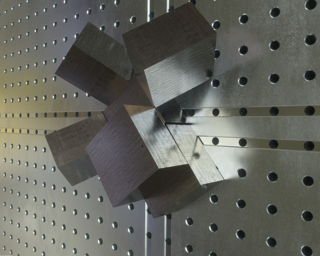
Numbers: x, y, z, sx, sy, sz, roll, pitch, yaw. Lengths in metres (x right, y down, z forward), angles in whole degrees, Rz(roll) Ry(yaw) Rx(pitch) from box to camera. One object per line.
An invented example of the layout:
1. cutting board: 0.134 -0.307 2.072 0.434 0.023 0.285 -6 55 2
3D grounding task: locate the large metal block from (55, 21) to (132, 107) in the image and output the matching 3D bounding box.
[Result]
1. large metal block: -0.084 -0.088 0.424 0.050 0.080 0.080 -45 24 31

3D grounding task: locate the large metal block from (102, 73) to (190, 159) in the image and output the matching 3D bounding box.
1. large metal block: -0.021 -0.014 0.411 0.080 0.050 0.080 -46 63 30

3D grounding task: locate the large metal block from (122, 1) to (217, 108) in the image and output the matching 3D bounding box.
1. large metal block: 0.013 -0.078 0.343 0.080 0.080 0.050 -28 66 -6

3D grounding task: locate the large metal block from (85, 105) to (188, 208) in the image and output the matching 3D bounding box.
1. large metal block: -0.029 0.031 0.351 0.080 0.050 0.080 -44 64 30

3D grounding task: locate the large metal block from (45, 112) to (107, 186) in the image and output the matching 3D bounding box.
1. large metal block: -0.105 0.032 0.442 0.050 0.080 0.080 60 165 24

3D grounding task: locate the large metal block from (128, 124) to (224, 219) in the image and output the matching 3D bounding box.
1. large metal block: 0.016 0.052 0.380 0.080 0.050 0.080 -43 63 30
